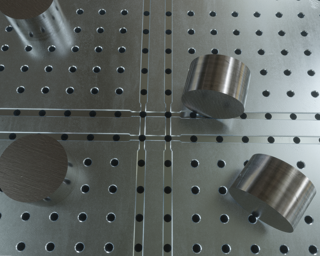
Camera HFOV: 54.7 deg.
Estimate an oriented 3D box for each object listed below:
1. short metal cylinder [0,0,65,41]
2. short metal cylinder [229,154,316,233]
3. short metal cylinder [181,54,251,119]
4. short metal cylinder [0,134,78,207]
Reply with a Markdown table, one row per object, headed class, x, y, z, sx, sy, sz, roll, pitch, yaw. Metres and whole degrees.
| class | x | y | z | sx | sy | sz | roll | pitch | yaw |
| --- | --- | --- | --- | --- | --- | --- | --- | --- | --- |
| short metal cylinder | -0.190 | -0.178 | 0.461 | 0.081 | 0.050 | 0.080 | 0 | 70 | 0 |
| short metal cylinder | 0.128 | 0.074 | 0.357 | 0.080 | 0.080 | 0.050 | 36 | 74 | 12 |
| short metal cylinder | 0.073 | -0.051 | 0.402 | 0.080 | 0.080 | 0.050 | 14 | 71 | 5 |
| short metal cylinder | -0.146 | 0.053 | 0.377 | 0.081 | 0.050 | 0.080 | 0 | 70 | 0 |
